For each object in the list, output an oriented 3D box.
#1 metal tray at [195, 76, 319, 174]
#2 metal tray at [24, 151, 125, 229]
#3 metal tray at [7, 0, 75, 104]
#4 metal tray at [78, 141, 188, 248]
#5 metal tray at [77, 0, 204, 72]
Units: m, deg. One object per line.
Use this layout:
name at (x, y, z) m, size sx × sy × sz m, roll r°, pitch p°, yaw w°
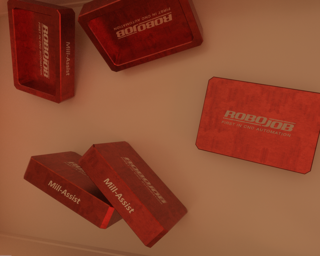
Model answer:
metal tray at (0.116, -0.006, 0.367) m, size 0.130 × 0.030 × 0.089 m, roll 13°, pitch 94°, yaw 19°
metal tray at (-0.098, 0.075, 0.410) m, size 0.130 × 0.090 × 0.030 m, roll 26°, pitch 99°, yaw 18°
metal tray at (-0.167, -0.109, 0.442) m, size 0.090 × 0.030 × 0.129 m, roll 18°, pitch 119°, yaw 19°
metal tray at (-0.030, 0.074, 0.386) m, size 0.030 × 0.090 × 0.130 m, roll -47°, pitch 76°, yaw 14°
metal tray at (-0.022, -0.128, 0.384) m, size 0.130 × 0.090 × 0.030 m, roll -14°, pitch 46°, yaw 19°
